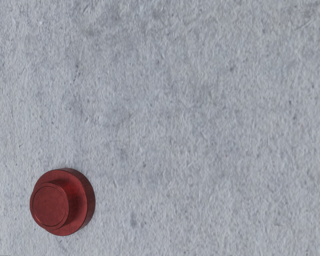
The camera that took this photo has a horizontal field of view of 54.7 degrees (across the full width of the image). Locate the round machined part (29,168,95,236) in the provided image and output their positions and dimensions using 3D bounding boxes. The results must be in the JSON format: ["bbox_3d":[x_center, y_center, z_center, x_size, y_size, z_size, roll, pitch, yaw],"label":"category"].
[{"bbox_3d":[-0.148,0.109,0.451,0.098,0.042,0.097,0,90,19],"label":"round machined part"}]
